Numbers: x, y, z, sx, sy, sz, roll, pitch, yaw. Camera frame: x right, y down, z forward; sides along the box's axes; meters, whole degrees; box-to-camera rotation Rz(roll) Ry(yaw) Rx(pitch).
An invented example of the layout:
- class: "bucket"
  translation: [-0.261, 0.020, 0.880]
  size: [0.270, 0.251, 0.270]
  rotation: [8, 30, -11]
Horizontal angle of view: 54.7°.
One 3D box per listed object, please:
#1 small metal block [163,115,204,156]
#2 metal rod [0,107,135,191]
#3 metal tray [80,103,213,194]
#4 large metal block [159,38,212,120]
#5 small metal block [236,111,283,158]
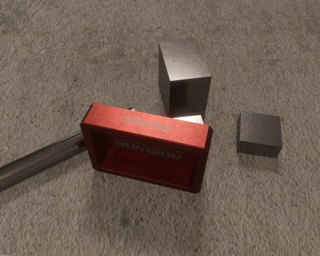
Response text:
- class: "small metal block"
  translation: [0.025, 0.013, 0.377]
  size: [0.050, 0.050, 0.025]
  rotation: [-7, 51, -6]
- class: "metal rod"
  translation: [-0.159, 0.047, 0.361]
  size: [0.302, 0.025, 0.025]
  rotation: [-27, 55, -21]
- class: "metal tray"
  translation: [-0.014, 0.025, 0.340]
  size: [0.131, 0.089, 0.030]
  rotation: [11, 51, 9]
- class: "large metal block"
  translation: [0.030, -0.063, 0.421]
  size: [0.050, 0.080, 0.080]
  rotation: [-7, 51, -7]
- class: "small metal block"
  translation: [0.127, 0.008, 0.398]
  size: [0.050, 0.025, 0.050]
  rotation: [8, 50, 6]
